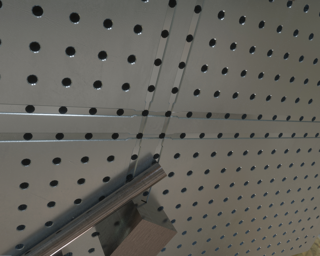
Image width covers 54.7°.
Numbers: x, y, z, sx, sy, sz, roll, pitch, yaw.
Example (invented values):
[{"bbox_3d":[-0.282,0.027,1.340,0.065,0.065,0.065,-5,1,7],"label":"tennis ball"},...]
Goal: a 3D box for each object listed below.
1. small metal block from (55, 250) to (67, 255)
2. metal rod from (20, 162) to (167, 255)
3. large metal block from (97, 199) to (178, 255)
[{"bbox_3d":[-0.158,0.215,0.459,0.050,0.025,0.050,-26,128,-13],"label":"small metal block"},{"bbox_3d":[-0.121,0.143,0.434,0.301,0.025,0.025,-34,129,-6],"label":"metal rod"},{"bbox_3d":[-0.035,0.162,0.478,0.080,0.050,0.080,-50,129,7],"label":"large metal block"}]
